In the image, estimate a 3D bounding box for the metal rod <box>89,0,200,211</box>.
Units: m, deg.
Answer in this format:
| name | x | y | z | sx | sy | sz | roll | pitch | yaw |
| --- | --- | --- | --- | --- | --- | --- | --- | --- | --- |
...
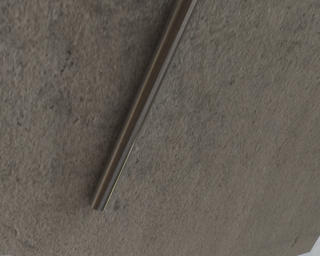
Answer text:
| name | x | y | z | sx | sy | sz | roll | pitch | yaw |
| --- | --- | --- | --- | --- | --- | --- | --- | --- | --- |
| metal rod | -0.025 | -0.023 | 0.380 | 0.025 | 0.025 | 0.298 | 12 | 112 | -34 |
